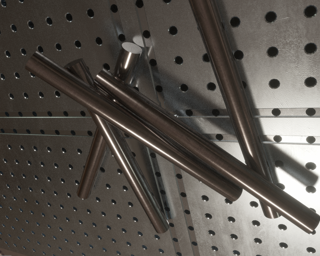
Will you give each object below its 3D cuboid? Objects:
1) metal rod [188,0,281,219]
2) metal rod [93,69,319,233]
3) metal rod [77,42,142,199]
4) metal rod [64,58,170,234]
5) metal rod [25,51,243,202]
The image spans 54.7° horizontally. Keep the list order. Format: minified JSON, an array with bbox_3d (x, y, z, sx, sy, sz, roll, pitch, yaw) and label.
[{"bbox_3d":[0.090,-0.020,0.350,0.025,0.025,0.299,-11,113,32],"label":"metal rod"},{"bbox_3d":[0.050,0.024,0.364,0.301,0.025,0.025,35,129,4],"label":"metal rod"},{"bbox_3d":[-0.084,0.010,0.459,0.025,0.025,0.298,32,128,7],"label":"metal rod"},{"bbox_3d":[-0.050,0.043,0.439,0.025,0.025,0.299,-6,123,30],"label":"metal rod"},{"bbox_3d":[-0.021,0.006,0.379,0.301,0.025,0.025,34,130,-13],"label":"metal rod"}]
